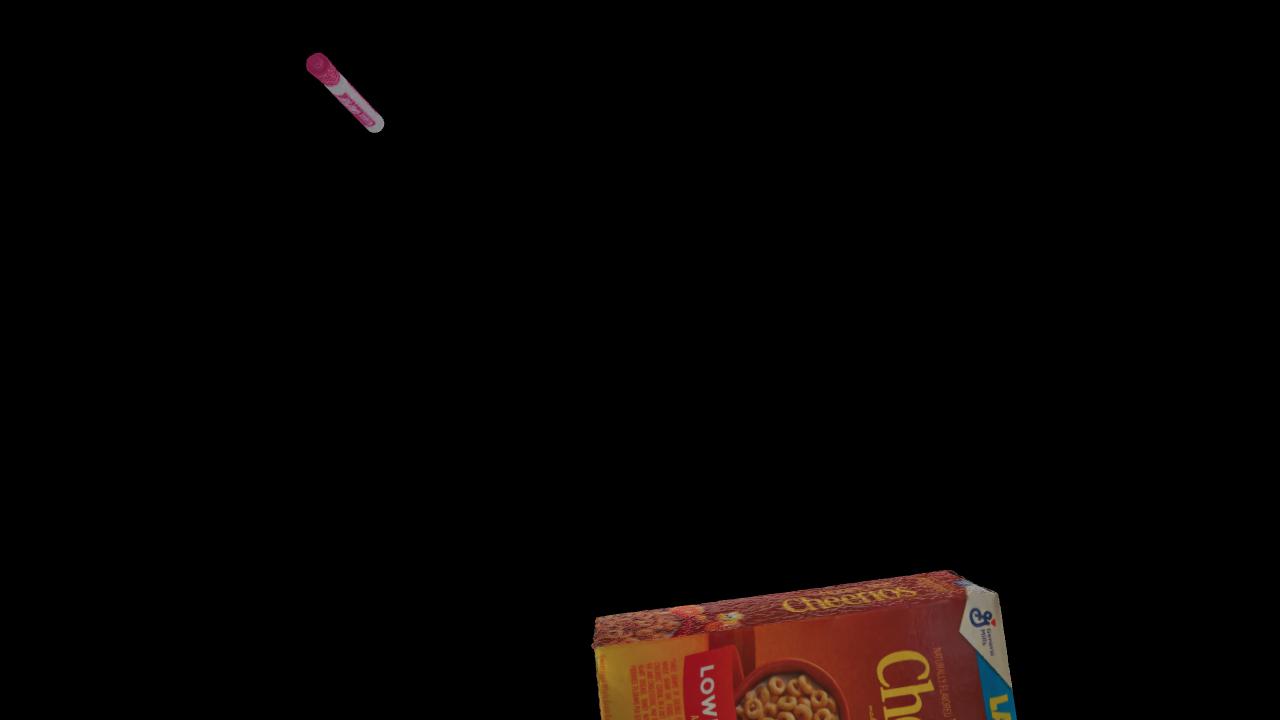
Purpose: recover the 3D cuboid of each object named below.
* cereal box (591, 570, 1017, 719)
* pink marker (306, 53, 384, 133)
[{"bbox_3d":[0.126,0.286,0.466,0.306,0.203,0.081,-6,-4,-3],"label":"cereal box"},{"bbox_3d":[-0.259,-0.235,0.546,0.020,0.020,0.121,0,-2,-2],"label":"pink marker"}]
